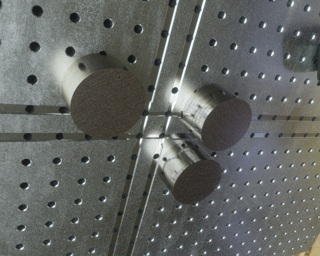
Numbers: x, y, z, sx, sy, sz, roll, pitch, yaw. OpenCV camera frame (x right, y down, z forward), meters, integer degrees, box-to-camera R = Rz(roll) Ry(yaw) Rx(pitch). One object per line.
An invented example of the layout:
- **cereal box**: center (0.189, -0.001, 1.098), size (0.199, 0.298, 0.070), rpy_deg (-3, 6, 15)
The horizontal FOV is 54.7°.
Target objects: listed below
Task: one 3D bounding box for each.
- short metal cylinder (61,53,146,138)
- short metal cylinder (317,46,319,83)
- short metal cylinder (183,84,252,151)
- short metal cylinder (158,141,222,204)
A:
- **short metal cylinder**: center (-0.062, -0.036, 0.340), size (0.081, 0.050, 0.079), rpy_deg (-14, 125, -21)
- **short metal cylinder**: center (0.286, -0.100, 0.473), size (0.080, 0.080, 0.050), rpy_deg (-28, 128, -11)
- **short metal cylinder**: center (0.079, -0.015, 0.431), size (0.081, 0.050, 0.079), rpy_deg (-14, 125, -21)
- **short metal cylinder**: center (0.044, 0.066, 0.462), size (0.081, 0.050, 0.079), rpy_deg (-14, 125, -21)
